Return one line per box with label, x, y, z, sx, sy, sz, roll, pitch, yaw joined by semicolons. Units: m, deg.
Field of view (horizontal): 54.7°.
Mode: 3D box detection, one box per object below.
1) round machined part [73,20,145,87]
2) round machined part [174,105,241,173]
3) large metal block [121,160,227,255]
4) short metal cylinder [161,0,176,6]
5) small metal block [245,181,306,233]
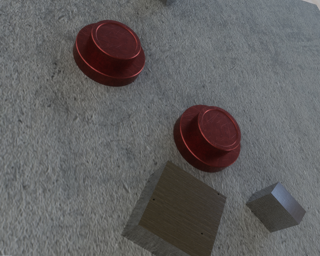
round machined part;-0.065;-0.109;0.425;0.099;0.042;0.098;14;56;-21
round machined part;0.072;0.009;0.428;0.099;0.042;0.098;14;56;-21
large metal block;0.017;0.096;0.340;0.080;0.050;0.080;33;51;-7
short metal cylinder;0.018;-0.263;0.541;0.050;0.080;0.080;41;51;-1
small metal block;0.151;0.105;0.408;0.050;0.050;0.025;49;51;6
